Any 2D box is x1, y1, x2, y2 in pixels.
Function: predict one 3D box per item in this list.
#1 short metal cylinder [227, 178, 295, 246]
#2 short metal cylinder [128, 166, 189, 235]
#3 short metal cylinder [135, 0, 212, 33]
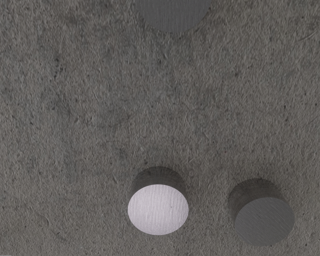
[{"bbox_3d":[0.141,0.119,0.441,0.081,0.050,0.079,0,110,0],"label":"short metal cylinder"},{"bbox_3d":[-0.002,0.101,0.433,0.081,0.050,0.079,0,110,0],"label":"short metal cylinder"},{"bbox_3d":[0.014,-0.148,0.342,0.081,0.050,0.079,0,110,0],"label":"short metal cylinder"}]
